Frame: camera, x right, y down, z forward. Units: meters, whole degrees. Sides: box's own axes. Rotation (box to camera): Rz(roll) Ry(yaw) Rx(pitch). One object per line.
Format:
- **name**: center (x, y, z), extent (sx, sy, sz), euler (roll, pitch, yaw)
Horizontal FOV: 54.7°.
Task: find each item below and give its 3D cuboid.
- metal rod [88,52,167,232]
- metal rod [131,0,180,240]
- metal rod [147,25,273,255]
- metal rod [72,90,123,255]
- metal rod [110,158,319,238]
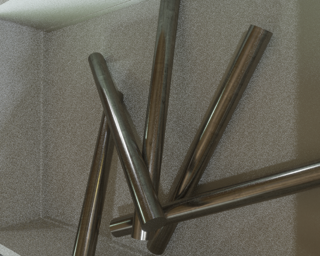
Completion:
- **metal rod**: center (-0.054, -0.009, 0.393), extent (0.025, 0.025, 0.300), euler (-53, 42, 27)
- **metal rod**: center (-0.003, -0.023, 0.373), extent (0.025, 0.025, 0.299), euler (-1, 78, 40)
- **metal rod**: center (0.049, 0.028, 0.365), extent (0.025, 0.025, 0.298), euler (36, 112, 34)
- **metal rod**: center (-0.079, 0.077, 0.387), extent (0.025, 0.025, 0.300), euler (-23, 49, 38)
- **metal rod**: center (0.061, 0.078, 0.333), extent (0.300, 0.025, 0.025), euler (-24, 75, 30)
